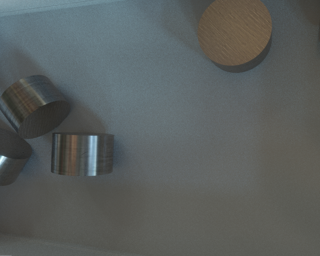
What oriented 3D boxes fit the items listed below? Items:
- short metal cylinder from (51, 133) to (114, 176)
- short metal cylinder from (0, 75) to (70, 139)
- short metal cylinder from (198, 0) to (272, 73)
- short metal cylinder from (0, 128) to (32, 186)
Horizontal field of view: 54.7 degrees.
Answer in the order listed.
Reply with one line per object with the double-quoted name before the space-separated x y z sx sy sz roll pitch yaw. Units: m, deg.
"short metal cylinder" -0.103 0.033 0.416 0.080 0.080 0.050 3 91 19
"short metal cylinder" -0.177 -0.029 0.442 0.080 0.080 0.050 -44 77 14
"short metal cylinder" 0.089 -0.109 0.365 0.080 0.050 0.079 0 90 19
"short metal cylinder" -0.243 0.041 0.465 0.080 0.080 0.050 38 102 15
